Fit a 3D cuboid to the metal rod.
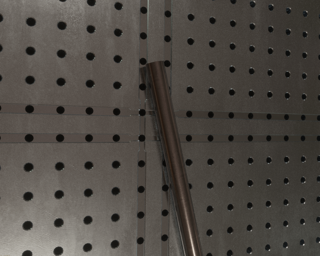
[{"bbox_3d":[0.023,0.059,0.422,0.025,0.025,0.298,-13,95,-20],"label":"metal rod"}]
